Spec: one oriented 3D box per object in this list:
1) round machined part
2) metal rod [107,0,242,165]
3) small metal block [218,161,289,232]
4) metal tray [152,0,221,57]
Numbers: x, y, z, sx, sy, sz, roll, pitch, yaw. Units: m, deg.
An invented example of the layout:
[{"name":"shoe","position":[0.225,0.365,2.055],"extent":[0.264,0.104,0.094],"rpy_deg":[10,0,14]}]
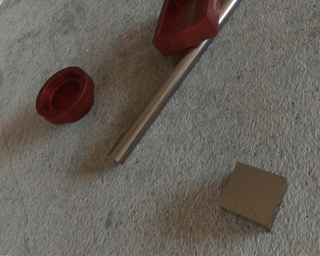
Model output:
[{"name":"round machined part","position":[-0.146,-0.048,0.499],"extent":[0.098,0.042,0.098],"rpy_deg":[-13,56,21]},{"name":"metal rod","position":[0.026,-0.078,0.437],"extent":[0.025,0.025,0.300],"rpy_deg":[27,76,37]},{"name":"small metal block","position":[0.094,0.068,0.313],"extent":[0.050,0.025,0.050],"rpy_deg":[17,71,34]},{"name":"metal tray","position":[0.043,-0.172,0.461],"extent":[0.090,0.030,0.130],"rpy_deg":[-16,47,34]}]
